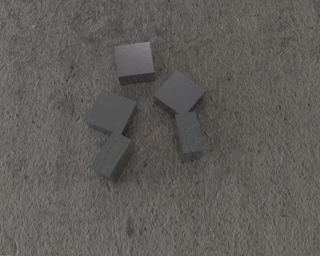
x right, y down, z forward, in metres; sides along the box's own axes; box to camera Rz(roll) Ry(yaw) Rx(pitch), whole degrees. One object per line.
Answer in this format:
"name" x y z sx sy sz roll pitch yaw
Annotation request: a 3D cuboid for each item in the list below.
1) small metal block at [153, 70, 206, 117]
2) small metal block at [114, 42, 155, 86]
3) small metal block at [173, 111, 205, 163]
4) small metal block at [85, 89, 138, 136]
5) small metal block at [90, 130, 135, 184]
"small metal block" 0.027 -0.043 0.424 0.050 0.025 0.050 37 74 12
"small metal block" -0.036 -0.092 0.441 0.050 0.025 0.050 -8 70 -3
"small metal block" 0.035 0.013 0.390 0.025 0.050 0.050 -10 71 -4
"small metal block" -0.063 -0.017 0.414 0.050 0.025 0.050 21 71 7
"small metal block" -0.056 0.037 0.381 0.025 0.050 0.050 28 72 9
